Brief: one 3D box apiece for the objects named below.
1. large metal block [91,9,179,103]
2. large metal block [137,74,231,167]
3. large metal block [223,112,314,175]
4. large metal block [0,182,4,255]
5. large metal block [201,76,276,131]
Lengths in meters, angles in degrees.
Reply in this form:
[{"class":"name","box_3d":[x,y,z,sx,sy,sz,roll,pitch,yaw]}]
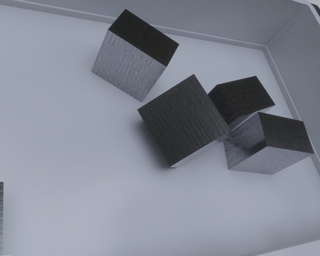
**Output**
[{"class":"large metal block","box_3d":[-0.034,-0.092,0.408,0.080,0.080,0.050,31,52,-8]},{"class":"large metal block","box_3d":[0.032,-0.006,0.384,0.080,0.050,0.080,-32,76,7]},{"class":"large metal block","box_3d":[0.148,0.025,0.435,0.081,0.080,0.050,9,58,-23]},{"class":"large metal block","box_3d":[-0.170,0.083,0.230,0.080,0.050,0.080,17,51,-47]},{"class":"large metal block","box_3d":[0.098,-0.025,0.438,0.081,0.080,0.050,-17,71,-35]}]
